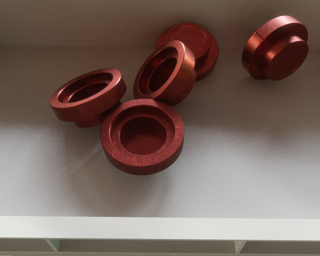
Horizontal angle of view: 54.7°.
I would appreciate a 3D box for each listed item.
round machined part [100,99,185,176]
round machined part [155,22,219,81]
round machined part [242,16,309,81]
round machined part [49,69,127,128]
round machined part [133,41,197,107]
[{"bbox_3d":[-0.020,0.015,0.379,0.099,0.042,0.098,0,54,0],"label":"round machined part"},{"bbox_3d":[0.042,-0.123,0.480,0.099,0.042,0.098,0,68,0],"label":"round machined part"},{"bbox_3d":[0.173,-0.108,0.451,0.099,0.097,0.042,-18,53,-15],"label":"round machined part"},{"bbox_3d":[-0.090,-0.037,0.409,0.098,0.042,0.098,-14,33,10],"label":"round machined part"},{"bbox_3d":[0.011,-0.068,0.427,0.042,0.098,0.098,33,42,-34],"label":"round machined part"}]
